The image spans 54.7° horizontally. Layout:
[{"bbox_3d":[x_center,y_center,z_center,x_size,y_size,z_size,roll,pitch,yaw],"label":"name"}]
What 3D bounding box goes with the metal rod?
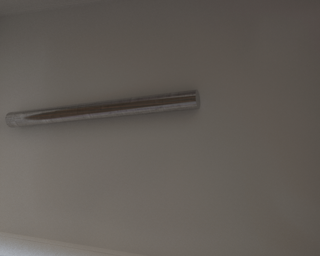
[{"bbox_3d":[-0.093,-0.025,0.442,0.301,0.025,0.025,-5,89,19],"label":"metal rod"}]
